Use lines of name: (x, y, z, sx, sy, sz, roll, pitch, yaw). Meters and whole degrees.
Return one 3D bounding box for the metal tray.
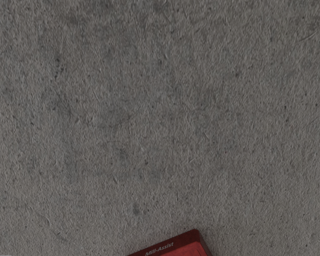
metal tray: (0.019, 0.223, 0.489, 0.130, 0.030, 0.090, -25, 108, 8)
